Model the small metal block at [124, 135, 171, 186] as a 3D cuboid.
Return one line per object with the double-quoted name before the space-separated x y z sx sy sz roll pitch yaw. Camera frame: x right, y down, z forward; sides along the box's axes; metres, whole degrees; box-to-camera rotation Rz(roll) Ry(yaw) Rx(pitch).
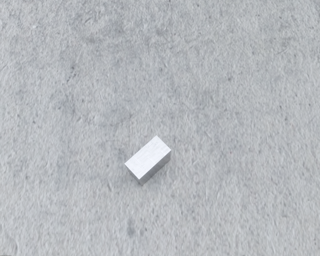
"small metal block" -0.014 0.041 0.380 0.050 0.050 0.025 -42 75 -14
